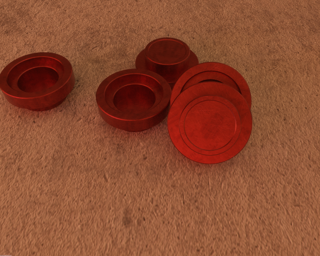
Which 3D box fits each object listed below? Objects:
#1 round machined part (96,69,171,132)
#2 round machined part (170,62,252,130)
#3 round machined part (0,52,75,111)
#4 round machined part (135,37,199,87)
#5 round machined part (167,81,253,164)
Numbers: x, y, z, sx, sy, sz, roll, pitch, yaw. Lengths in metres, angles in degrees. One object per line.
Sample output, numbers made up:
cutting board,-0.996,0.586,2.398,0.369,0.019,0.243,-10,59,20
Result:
round machined part,-0.034,-0.033,0.420,0.099,0.042,0.098,0,50,0
round machined part,0.064,-0.034,0.398,0.099,0.097,0.042,7,7,6
round machined part,-0.171,-0.062,0.443,0.099,0.042,0.098,0,50,0
round machined part,0.011,-0.103,0.479,0.099,0.042,0.098,0,50,0
round machined part,0.057,-0.005,0.360,0.099,0.097,0.042,7,8,6
